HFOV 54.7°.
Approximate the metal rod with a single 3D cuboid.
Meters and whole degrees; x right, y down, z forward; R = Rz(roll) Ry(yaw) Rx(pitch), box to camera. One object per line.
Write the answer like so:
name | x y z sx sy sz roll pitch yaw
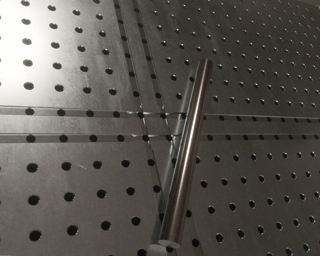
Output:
metal rod | 0.043 0.010 0.426 0.025 0.025 0.300 26 52 -13
